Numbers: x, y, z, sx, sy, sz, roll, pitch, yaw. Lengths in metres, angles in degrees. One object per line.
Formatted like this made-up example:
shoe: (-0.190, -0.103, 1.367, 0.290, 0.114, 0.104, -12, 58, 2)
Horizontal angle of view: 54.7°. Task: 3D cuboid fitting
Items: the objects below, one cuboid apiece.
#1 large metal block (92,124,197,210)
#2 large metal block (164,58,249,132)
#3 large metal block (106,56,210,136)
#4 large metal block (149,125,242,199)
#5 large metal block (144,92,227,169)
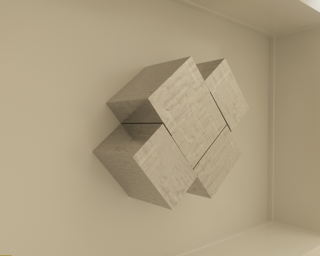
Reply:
large metal block: (-0.018, 0.041, 0.357, 0.050, 0.080, 0.080, -49, 119, -29)
large metal block: (0.061, -0.042, 0.423, 0.050, 0.080, 0.080, -49, 119, -29)
large metal block: (-0.002, -0.037, 0.369, 0.080, 0.080, 0.050, -48, 119, -30)
large metal block: (0.048, 0.040, 0.412, 0.080, 0.080, 0.050, -48, 119, -30)
large metal block: (0.022, 0.002, 0.391, 0.080, 0.080, 0.050, -48, 119, -30)
